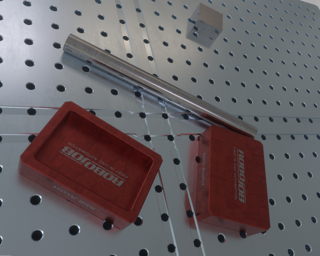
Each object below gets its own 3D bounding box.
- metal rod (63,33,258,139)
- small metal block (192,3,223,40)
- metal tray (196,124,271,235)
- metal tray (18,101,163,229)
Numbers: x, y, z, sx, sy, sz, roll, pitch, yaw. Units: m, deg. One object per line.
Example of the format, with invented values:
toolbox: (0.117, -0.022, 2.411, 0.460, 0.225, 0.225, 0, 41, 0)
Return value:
metal rod: (0.010, -0.052, 0.445, 0.301, 0.025, 0.025, 25, 53, -13)
small metal block: (0.089, -0.199, 0.577, 0.050, 0.025, 0.050, 20, 54, -17)
metal tray: (0.098, 0.067, 0.417, 0.091, 0.030, 0.130, 19, 54, -17)
metal tray: (-0.071, 0.039, 0.342, 0.130, 0.030, 0.090, 32, 51, -8)
